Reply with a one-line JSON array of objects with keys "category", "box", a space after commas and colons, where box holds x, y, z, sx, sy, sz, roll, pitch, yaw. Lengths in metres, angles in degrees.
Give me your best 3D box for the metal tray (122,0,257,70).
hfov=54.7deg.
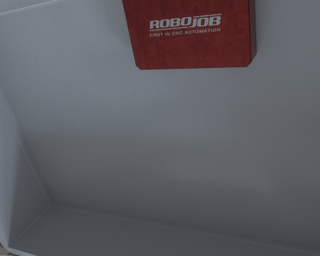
[{"category": "metal tray", "box": [0.030, -0.109, 0.322, 0.130, 0.030, 0.089, 4, 120, 26]}]
